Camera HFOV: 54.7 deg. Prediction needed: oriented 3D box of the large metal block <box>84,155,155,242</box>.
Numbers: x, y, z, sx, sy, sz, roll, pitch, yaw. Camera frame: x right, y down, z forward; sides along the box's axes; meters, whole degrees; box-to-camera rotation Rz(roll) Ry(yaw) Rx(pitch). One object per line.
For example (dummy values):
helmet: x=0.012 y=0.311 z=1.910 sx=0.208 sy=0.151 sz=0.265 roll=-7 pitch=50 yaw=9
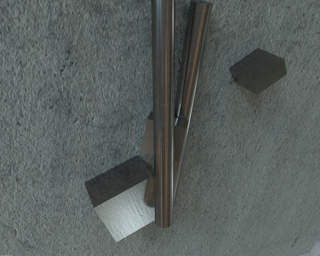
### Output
large metal block: x=-0.046 y=0.097 z=0.427 sx=0.080 sy=0.050 sz=0.080 roll=-27 pitch=128 yaw=-12

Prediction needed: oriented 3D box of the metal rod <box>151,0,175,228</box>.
metal rod: x=0.004 y=-0.015 z=0.364 sx=0.025 sy=0.025 sz=0.298 roll=-9 pitch=111 yaw=-24

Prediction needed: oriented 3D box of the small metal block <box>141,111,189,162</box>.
small metal block: x=0.006 y=0.011 z=0.403 sx=0.050 sy=0.025 sz=0.050 roll=14 pitch=116 yaw=4

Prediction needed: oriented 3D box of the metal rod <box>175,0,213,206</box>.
metal rod: x=0.029 y=-0.011 z=0.417 sx=0.025 sy=0.025 sz=0.298 roll=-7 pitch=122 yaw=-25

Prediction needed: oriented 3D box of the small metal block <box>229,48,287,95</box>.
small metal block: x=0.131 y=-0.077 z=0.417 sx=0.050 sy=0.050 sz=0.025 roll=-35 pitch=129 yaw=-5
